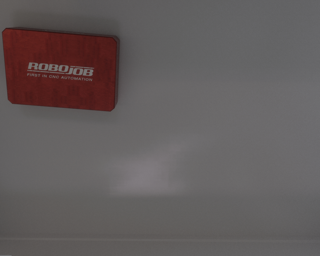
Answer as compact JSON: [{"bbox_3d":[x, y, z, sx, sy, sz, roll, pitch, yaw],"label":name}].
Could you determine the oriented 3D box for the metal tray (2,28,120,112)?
[{"bbox_3d":[-0.118,-0.072,0.381,0.131,0.030,0.089,4,110,-2],"label":"metal tray"}]
